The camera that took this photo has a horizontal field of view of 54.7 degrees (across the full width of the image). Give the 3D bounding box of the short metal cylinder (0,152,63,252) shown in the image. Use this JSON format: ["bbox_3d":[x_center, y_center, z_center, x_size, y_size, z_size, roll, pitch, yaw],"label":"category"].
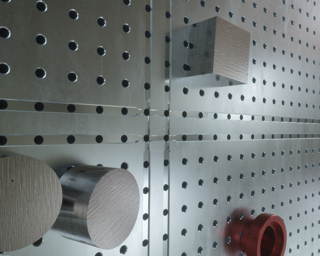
[{"bbox_3d":[-0.137,0.063,0.278,0.081,0.050,0.079,0,90,-40],"label":"short metal cylinder"}]

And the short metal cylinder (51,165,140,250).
[{"bbox_3d":[-0.065,0.080,0.324,0.080,0.050,0.079,-2,93,-58],"label":"short metal cylinder"}]

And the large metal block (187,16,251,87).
[{"bbox_3d":[0.090,-0.111,0.468,0.081,0.050,0.080,7,85,-40],"label":"large metal block"}]

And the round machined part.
[{"bbox_3d":[0.181,0.200,0.550,0.099,0.042,0.097,0,90,-40],"label":"round machined part"}]
